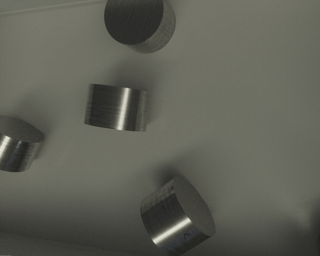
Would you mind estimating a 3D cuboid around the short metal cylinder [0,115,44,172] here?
[{"bbox_3d":[-0.222,0.022,0.460,0.080,0.080,0.050,32,101,17],"label":"short metal cylinder"}]

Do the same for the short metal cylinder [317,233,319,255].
[{"bbox_3d":[0.212,0.136,0.322,0.080,0.050,0.080,0,90,20],"label":"short metal cylinder"}]

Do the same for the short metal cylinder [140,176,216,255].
[{"bbox_3d":[0.022,0.106,0.373,0.050,0.080,0.080,-38,78,16],"label":"short metal cylinder"}]

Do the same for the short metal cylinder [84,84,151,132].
[{"bbox_3d":[-0.054,-0.026,0.400,0.080,0.080,0.050,9,93,20],"label":"short metal cylinder"}]

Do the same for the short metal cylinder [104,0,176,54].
[{"bbox_3d":[-0.025,-0.143,0.406,0.080,0.050,0.080,0,90,20],"label":"short metal cylinder"}]
